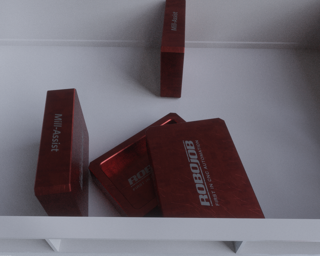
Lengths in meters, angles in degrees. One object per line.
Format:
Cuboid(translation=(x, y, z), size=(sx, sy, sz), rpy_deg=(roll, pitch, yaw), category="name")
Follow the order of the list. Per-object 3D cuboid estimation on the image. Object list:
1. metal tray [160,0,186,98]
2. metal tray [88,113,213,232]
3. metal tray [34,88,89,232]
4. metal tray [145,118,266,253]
Cuboid(translation=(0.020, -0.120, 0.463), size=(0.030, 0.089, 0.130), rpy_deg=(3, 50, 2), category="metal tray")
Cuboid(translation=(-0.004, 0.045, 0.363), size=(0.131, 0.030, 0.090), rpy_deg=(-33, 58, -25), category="metal tray")
Cuboid(translation=(-0.100, 0.032, 0.334), size=(0.030, 0.089, 0.130), rpy_deg=(-6, 50, -5), category="metal tray")
Cuboid(translation=(0.039, 0.052, 0.319), size=(0.091, 0.030, 0.130), rpy_deg=(-8, 51, -8), category="metal tray")
